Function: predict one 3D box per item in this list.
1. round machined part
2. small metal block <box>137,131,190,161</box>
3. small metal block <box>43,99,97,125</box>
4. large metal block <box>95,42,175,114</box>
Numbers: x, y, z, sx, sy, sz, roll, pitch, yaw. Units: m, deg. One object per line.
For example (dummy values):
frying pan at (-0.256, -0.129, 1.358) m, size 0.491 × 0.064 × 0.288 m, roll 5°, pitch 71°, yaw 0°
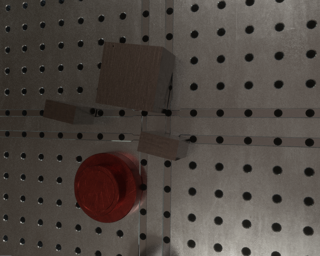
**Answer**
round machined part at (-0.078, 0.084, 0.430) m, size 0.098 × 0.042 × 0.097 m, roll 0°, pitch 90°, yaw 19°
small metal block at (0.006, 0.021, 0.397) m, size 0.050 × 0.050 × 0.025 m, roll 13°, pitch 95°, yaw 19°
small metal block at (-0.128, -0.022, 0.443) m, size 0.050 × 0.050 × 0.025 m, roll 13°, pitch 95°, yaw 19°
large metal block at (-0.032, -0.065, 0.410) m, size 0.080 × 0.050 × 0.079 m, roll 10°, pitch 93°, yaw 19°
